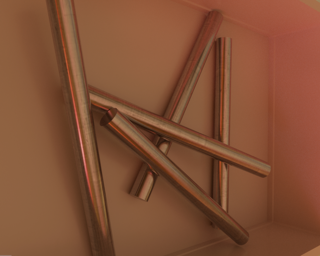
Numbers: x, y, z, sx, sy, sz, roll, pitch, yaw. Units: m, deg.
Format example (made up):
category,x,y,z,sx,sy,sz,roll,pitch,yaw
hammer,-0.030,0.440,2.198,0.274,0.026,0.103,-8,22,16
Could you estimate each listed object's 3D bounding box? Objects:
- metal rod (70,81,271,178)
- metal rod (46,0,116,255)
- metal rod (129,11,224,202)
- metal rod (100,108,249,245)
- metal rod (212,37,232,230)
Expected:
category,x,y,z,sx,sy,sz,roll,pitch,yaw
metal rod,0.032,0.011,0.398,0.302,0.025,0.025,23,76,-27
metal rod,-0.078,0.015,0.320,0.025,0.025,0.298,-18,108,-39
metal rod,0.030,-0.043,0.433,0.025,0.025,0.300,37,67,-34
metal rod,0.036,0.079,0.405,0.300,0.025,0.025,45,63,-31
metal rod,0.098,0.008,0.491,0.025,0.025,0.298,2,89,-40
